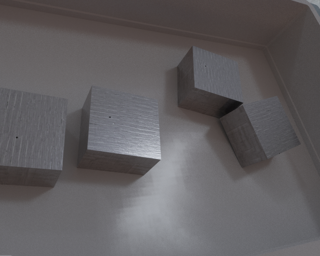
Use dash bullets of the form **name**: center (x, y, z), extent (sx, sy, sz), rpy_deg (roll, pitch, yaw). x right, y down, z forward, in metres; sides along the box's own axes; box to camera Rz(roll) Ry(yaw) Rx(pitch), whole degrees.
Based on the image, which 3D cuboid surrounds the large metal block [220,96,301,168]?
- **large metal block**: center (0.148, 0.005, 0.460), extent (0.081, 0.050, 0.080), rpy_deg (-15, 78, -34)

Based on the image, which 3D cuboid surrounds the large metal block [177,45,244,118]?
- **large metal block**: center (0.074, -0.067, 0.470), extent (0.081, 0.050, 0.080), rpy_deg (14, 56, -20)

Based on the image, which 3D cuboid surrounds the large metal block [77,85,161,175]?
- **large metal block**: center (-0.048, 0.005, 0.361), extent (0.081, 0.050, 0.080), rpy_deg (10, 57, -23)

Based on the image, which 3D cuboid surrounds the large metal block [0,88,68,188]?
- **large metal block**: center (-0.140, 0.010, 0.308), extent (0.081, 0.050, 0.080), rpy_deg (9, 58, -24)
